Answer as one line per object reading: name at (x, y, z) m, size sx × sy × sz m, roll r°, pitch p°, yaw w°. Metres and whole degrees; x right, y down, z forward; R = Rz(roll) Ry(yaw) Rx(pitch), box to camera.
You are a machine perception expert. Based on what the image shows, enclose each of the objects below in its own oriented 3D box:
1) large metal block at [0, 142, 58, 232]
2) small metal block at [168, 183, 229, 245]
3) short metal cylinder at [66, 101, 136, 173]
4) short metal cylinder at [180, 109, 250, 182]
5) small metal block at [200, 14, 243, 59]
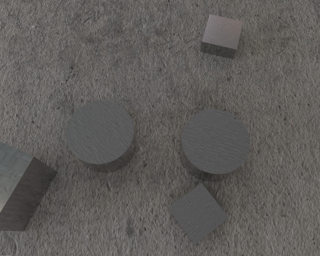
large metal block at (-0.171, 0.068, 0.353) m, size 0.050 × 0.080 × 0.080 m, roll 22°, pitch 72°, yaw 8°
small metal block at (0.045, 0.103, 0.371) m, size 0.050 × 0.025 × 0.050 m, roll -35°, pitch 74°, yaw -12°
short metal cylinder at (-0.071, 0.012, 0.390) m, size 0.081 × 0.050 × 0.080 m, roll 0°, pitch 70°, yaw 0°
short metal cylinder at (0.066, 0.023, 0.387) m, size 0.081 × 0.050 × 0.080 m, roll 0°, pitch 70°, yaw 0°
small metal block at (0.091, -0.135, 0.458) m, size 0.050 × 0.025 × 0.050 m, roll 14°, pitch 71°, yaw 5°
